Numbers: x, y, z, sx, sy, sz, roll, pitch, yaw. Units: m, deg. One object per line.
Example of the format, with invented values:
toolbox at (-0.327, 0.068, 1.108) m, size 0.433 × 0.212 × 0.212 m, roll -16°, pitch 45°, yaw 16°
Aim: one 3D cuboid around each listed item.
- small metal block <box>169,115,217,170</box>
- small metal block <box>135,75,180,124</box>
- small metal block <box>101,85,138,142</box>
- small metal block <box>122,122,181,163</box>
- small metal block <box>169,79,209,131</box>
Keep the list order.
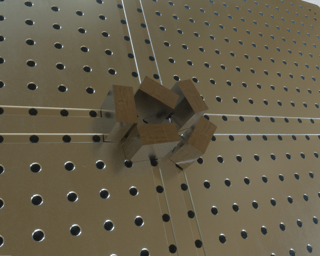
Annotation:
small metal block at (0.043, 0.019, 0.402) m, size 0.025 × 0.050 × 0.050 m, roll 36°, pitch 51°, yaw -3°
small metal block at (-0.011, -0.033, 0.406) m, size 0.050 × 0.050 × 0.025 m, roll 30°, pitch 53°, yaw -10°
small metal block at (-0.050, -0.016, 0.374) m, size 0.025 × 0.050 × 0.050 m, roll 3°, pitch 61°, yaw -26°
small metal block at (-0.011, 0.018, 0.374) m, size 0.050 × 0.050 × 0.025 m, roll -5°, pitch 64°, yaw -31°
small metal block at (0.033, -0.031, 0.427) m, size 0.025 × 0.050 × 0.050 m, roll -17°, pitch 70°, yaw -35°
